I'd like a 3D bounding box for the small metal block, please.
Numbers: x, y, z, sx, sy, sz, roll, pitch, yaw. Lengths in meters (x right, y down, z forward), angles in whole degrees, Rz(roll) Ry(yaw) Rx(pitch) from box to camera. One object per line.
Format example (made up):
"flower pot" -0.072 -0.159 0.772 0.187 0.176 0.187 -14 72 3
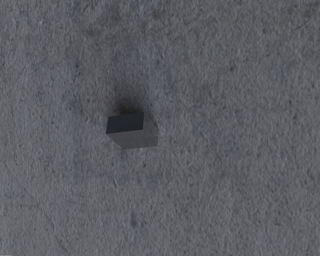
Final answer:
"small metal block" -0.035 0.005 0.404 0.050 0.050 0.025 -7 61 19
